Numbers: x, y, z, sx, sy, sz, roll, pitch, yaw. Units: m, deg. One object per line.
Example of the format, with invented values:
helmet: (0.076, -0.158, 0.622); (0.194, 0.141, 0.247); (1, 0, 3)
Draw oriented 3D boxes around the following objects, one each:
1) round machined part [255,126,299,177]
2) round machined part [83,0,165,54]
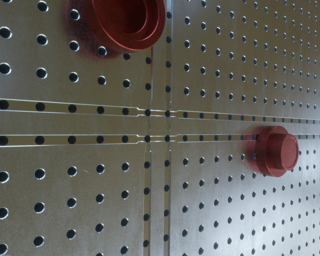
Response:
round machined part: (0.227, 0.045, 0.586); (0.099, 0.042, 0.097); (0, 90, -40)
round machined part: (-0.044, -0.136, 0.360); (0.099, 0.042, 0.097); (0, 90, -40)
